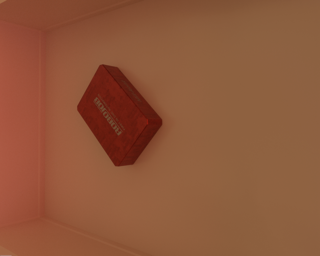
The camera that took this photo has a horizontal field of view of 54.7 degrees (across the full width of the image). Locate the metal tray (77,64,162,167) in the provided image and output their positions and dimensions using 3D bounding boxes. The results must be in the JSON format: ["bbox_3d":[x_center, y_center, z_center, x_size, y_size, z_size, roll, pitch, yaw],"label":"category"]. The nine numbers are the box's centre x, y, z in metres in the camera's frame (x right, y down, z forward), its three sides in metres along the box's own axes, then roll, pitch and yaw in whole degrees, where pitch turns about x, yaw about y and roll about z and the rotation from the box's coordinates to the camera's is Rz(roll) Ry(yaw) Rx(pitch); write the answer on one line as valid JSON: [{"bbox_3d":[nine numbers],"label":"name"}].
[{"bbox_3d":[-0.064,-0.020,0.454,0.130,0.030,0.090,50,119,28],"label":"metal tray"}]
